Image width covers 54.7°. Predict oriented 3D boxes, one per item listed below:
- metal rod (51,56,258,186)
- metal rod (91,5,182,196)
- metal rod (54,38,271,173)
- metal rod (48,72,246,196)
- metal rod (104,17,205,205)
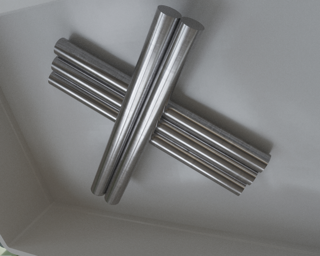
[{"bbox_3d":[-0.012,-0.015,0.404,0.301,0.025,0.025,30,128,8],"label":"metal rod"},{"bbox_3d":[-0.043,-0.008,0.392,0.025,0.025,0.298,32,129,7],"label":"metal rod"},{"bbox_3d":[-0.003,-0.033,0.388,0.301,0.025,0.025,30,128,8],"label":"metal rod"},{"bbox_3d":[-0.022,0.002,0.419,0.301,0.025,0.025,30,128,8],"label":"metal rod"},{"bbox_3d":[-0.021,0.004,0.389,0.025,0.025,0.298,32,129,7],"label":"metal rod"}]
